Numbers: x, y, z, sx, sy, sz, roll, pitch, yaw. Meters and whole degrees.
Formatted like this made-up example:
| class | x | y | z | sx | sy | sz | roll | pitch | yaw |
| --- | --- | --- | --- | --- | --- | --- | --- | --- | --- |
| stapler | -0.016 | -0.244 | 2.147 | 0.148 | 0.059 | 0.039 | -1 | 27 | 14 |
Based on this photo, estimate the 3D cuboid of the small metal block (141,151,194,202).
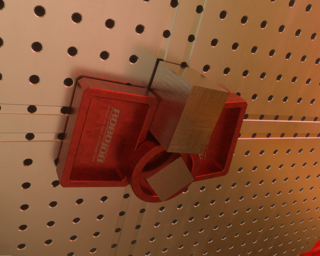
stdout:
| class | x | y | z | sx | sy | sz | roll | pitch | yaw |
| --- | --- | --- | --- | --- | --- | --- | --- | --- | --- |
| small metal block | 0.009 | 0.058 | 0.393 | 0.050 | 0.025 | 0.050 | -34 | 129 | -6 |

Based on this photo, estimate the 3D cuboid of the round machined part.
| class | x | y | z | sx | sy | sz | roll | pitch | yaw |
| --- | --- | --- | --- | --- | --- | --- | --- | --- | --- |
| round machined part | 0.001 | 0.048 | 0.414 | 0.099 | 0.042 | 0.097 | -14 | 124 | -21 |

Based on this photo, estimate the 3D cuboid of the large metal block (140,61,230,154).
| class | x | y | z | sx | sy | sz | roll | pitch | yaw |
| --- | --- | --- | --- | --- | --- | --- | --- | --- | --- |
| large metal block | 0.025 | -0.025 | 0.369 | 0.050 | 0.080 | 0.079 | 6 | 115 | -31 |

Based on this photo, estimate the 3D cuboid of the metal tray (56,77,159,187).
| class | x | y | z | sx | sy | sz | roll | pitch | yaw |
| --- | --- | --- | --- | --- | --- | --- | --- | --- | --- |
| metal tray | -0.065 | 0.011 | 0.374 | 0.091 | 0.030 | 0.129 | 6 | 115 | -31 |

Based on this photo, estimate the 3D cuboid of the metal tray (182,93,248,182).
| class | x | y | z | sx | sy | sz | roll | pitch | yaw |
| --- | --- | --- | --- | --- | --- | --- | --- | --- | --- |
| metal tray | 0.068 | 0.016 | 0.450 | 0.091 | 0.030 | 0.129 | -6 | 121 | -25 |
